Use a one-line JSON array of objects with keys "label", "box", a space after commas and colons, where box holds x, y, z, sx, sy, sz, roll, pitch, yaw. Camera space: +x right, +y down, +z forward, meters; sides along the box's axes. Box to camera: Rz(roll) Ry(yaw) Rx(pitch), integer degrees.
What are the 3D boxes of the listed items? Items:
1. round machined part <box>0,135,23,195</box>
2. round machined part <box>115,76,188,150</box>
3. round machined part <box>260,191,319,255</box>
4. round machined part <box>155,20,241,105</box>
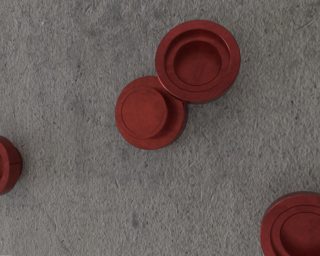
[{"label": "round machined part", "box": [-0.260, 0.059, 0.492, 0.098, 0.042, 0.097, 0, 90, 20]}, {"label": "round machined part", "box": [-0.016, -0.020, 0.405, 0.098, 0.042, 0.097, 0, 90, 20]}, {"label": "round machined part", "box": [0.163, 0.118, 0.342, 0.098, 0.042, 0.097, 0, 90, 20]}, {"label": "round machined part", "box": [0.046, -0.076, 0.377, 0.098, 0.042, 0.097, -1, 83, 9]}]
